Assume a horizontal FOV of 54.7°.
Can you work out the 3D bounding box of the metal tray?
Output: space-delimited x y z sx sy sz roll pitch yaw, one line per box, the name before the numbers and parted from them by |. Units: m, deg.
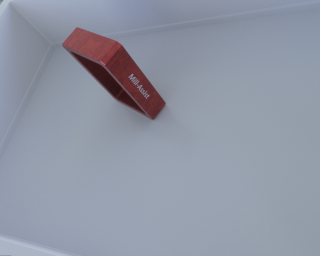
metal tray | -0.057 -0.068 0.408 0.090 0.130 0.030 29 78 37
